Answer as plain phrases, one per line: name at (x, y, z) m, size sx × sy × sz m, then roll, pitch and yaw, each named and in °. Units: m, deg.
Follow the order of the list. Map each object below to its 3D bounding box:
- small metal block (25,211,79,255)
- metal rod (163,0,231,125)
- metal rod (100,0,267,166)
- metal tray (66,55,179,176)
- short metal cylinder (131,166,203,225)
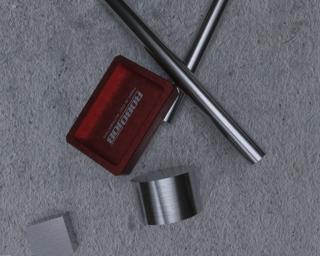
small metal block at (-0.142, 0.144, 0.408) m, size 0.050 × 0.025 × 0.050 m, roll -17°, pitch 90°, yaw -1°
metal rod at (0.069, -0.144, 0.410) m, size 0.025 × 0.025 × 0.299 m, roll 25°, pitch 90°, yaw -1°
metal rod at (0.018, -0.075, 0.386) m, size 0.025 × 0.025 × 0.300 m, roll -41°, pitch 81°, yaw 0°
metal tray at (-0.048, -0.016, 0.393) m, size 0.090 × 0.030 × 0.130 m, roll 31°, pitch 90°, yaw 17°
short metal cylinder at (0.009, 0.081, 0.383) m, size 0.080 × 0.080 × 0.050 m, roll -12°, pitch 90°, yaw 0°
